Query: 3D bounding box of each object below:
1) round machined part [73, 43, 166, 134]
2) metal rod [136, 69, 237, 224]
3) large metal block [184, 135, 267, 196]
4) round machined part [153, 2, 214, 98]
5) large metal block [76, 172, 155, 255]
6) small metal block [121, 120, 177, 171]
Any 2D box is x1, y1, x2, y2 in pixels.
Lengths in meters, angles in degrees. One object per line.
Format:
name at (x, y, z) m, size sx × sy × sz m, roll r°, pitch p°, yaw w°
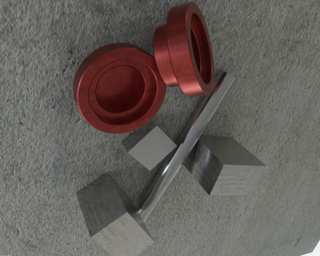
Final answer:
round machined part at (-0.046, -0.046, 0.342) m, size 0.099 × 0.042 × 0.097 m, roll -14°, pitch 124°, yaw -21°
metal rod at (0.018, 0.053, 0.449) m, size 0.025 × 0.025 × 0.298 m, roll 20°, pitch 108°, yaw -36°
large metal block at (0.091, 0.053, 0.454) m, size 0.081 × 0.080 × 0.050 m, roll 6°, pitch 115°, yaw -31°
round machined part at (0.026, -0.081, 0.337) m, size 0.042 × 0.098 × 0.098 m, roll -7°, pitch 133°, yaw 23°
large metal block at (-0.060, 0.119, 0.412) m, size 0.050 × 0.080 × 0.080 m, roll -34°, pitch 129°, yaw -6°
small metal block at (-0.014, 0.022, 0.413) m, size 0.050 × 0.025 × 0.050 m, roll -43°, pitch 130°, yaw 1°
